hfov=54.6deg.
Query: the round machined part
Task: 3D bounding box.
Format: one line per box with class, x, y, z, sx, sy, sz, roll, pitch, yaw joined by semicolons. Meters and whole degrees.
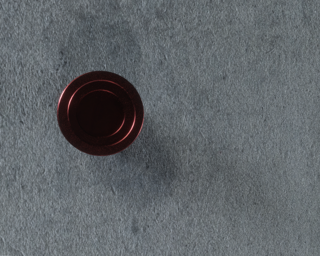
round machined part;-0.072;-0.017;0.373;0.099;0.042;0.097;0;90;-20
